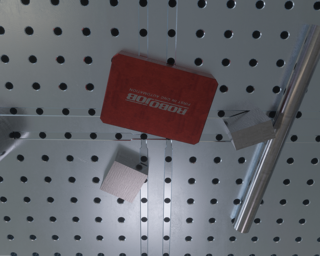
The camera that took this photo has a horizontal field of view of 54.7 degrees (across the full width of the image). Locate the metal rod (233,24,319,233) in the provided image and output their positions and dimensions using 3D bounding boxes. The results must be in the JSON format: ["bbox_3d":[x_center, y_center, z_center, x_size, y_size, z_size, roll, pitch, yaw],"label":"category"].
[{"bbox_3d":[0.157,0.015,0.420,0.025,0.025,0.298,12,110,-5],"label":"metal rod"}]

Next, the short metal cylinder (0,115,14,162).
[{"bbox_3d":[-0.243,0.019,0.405,0.081,0.050,0.079,0,110,0],"label":"short metal cylinder"}]

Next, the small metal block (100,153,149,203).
[{"bbox_3d":[-0.050,0.071,0.439,0.050,0.025,0.050,26,108,-10],"label":"small metal block"}]

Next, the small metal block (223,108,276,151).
[{"bbox_3d":[0.114,0.000,0.401,0.050,0.050,0.025,-19,109,7],"label":"small metal block"}]

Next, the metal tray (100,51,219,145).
[{"bbox_3d":[-0.002,-0.038,0.397,0.131,0.030,0.089,14,110,-5],"label":"metal tray"}]
